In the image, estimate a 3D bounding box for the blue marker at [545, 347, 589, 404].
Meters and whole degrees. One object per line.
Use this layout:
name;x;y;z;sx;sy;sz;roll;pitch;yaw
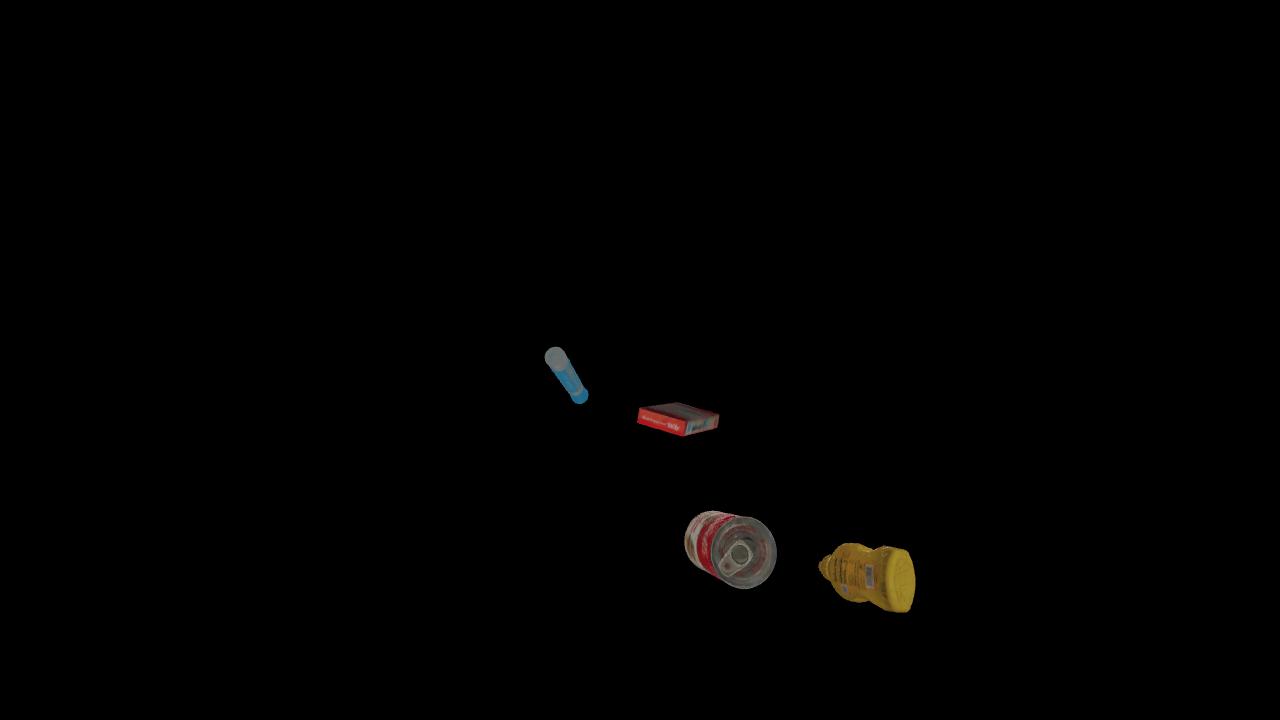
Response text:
blue marker;-0.069;0.018;0.598;0.020;0.020;0.121;0;-21;7

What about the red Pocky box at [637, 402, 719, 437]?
red Pocky box;0.064;0.094;0.992;0.083;0.028;0.155;16;6;26

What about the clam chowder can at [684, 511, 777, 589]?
clam chowder can;0.090;0.194;0.639;0.068;0.068;0.102;0;-10;-11

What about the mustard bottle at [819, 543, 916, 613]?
mustard bottle;0.344;0.334;0.967;0.054;0.092;0.184;4;-13;-21
